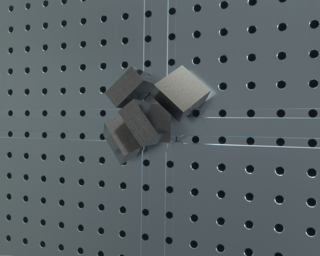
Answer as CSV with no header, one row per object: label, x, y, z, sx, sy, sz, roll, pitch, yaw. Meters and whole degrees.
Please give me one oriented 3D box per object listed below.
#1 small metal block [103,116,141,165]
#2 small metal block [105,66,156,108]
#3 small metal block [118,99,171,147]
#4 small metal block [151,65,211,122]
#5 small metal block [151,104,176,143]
small metal block,-0.052,0.017,0.415,0.025,0.050,0.050,-28,79,-20
small metal block,-0.037,-0.052,0.413,0.050,0.050,0.025,-43,77,15
small metal block,-0.018,-0.006,0.379,0.025,0.050,0.050,-38,79,15
small metal block,0.026,-0.044,0.389,0.050,0.025,0.050,-38,74,-25
small metal block,-0.006,-0.006,0.415,0.050,0.025,0.050,1,90,19
